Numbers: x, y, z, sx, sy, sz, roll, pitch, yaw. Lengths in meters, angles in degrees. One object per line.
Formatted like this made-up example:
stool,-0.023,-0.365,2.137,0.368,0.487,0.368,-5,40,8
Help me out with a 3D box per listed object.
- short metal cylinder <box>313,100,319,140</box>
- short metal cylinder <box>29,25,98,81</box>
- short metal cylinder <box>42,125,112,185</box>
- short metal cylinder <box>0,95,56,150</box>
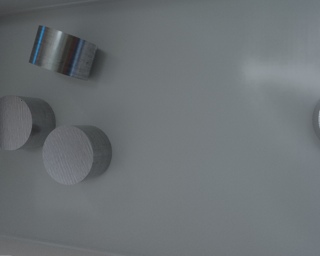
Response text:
short metal cylinder,0.207,-0.009,0.324,0.080,0.050,0.079,0,90,19
short metal cylinder,-0.132,-0.102,0.426,0.080,0.080,0.050,21,97,18
short metal cylinder,-0.116,0.036,0.437,0.080,0.050,0.079,0,90,19
short metal cylinder,-0.208,-0.008,0.469,0.080,0.050,0.079,0,90,19
